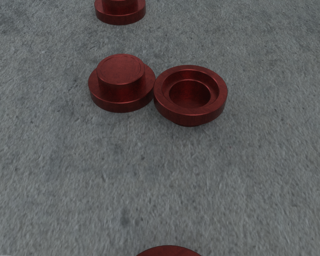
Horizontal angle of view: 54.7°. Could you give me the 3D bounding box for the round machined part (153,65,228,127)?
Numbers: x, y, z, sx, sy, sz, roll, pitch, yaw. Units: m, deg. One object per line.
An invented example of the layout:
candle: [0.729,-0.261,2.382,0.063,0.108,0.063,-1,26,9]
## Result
round machined part: [0.040,-0.040,0.426,0.099,0.042,0.098,0,50,0]

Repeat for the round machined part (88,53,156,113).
round machined part: [-0.056,-0.072,0.452,0.099,0.042,0.098,0,50,0]

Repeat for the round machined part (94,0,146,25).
round machined part: [-0.077,-0.243,0.595,0.099,0.042,0.098,0,50,0]

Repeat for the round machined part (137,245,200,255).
round machined part: [0.007,0.155,0.262,0.099,0.042,0.098,0,50,0]
